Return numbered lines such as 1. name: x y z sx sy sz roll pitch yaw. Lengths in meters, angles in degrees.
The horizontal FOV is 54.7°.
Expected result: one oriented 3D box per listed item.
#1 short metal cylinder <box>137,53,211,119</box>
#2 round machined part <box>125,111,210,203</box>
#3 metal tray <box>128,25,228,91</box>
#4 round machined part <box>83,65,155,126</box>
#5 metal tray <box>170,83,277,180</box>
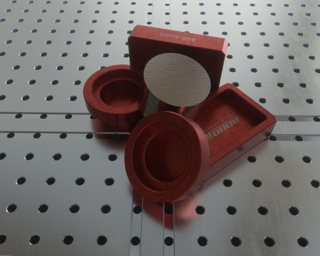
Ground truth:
1. short metal cylinder: 0.016 -0.045 0.381 0.081 0.050 0.080 7 58 -10
2. round machined part: 0.011 0.033 0.347 0.098 0.042 0.097 -6 79 32
3. metal tray: 0.023 -0.091 0.442 0.131 0.089 0.030 12 51 9
4. round machined part: -0.053 -0.041 0.431 0.099 0.042 0.098 0 50 0
5. metal tray: 0.073 0.000 0.404 0.131 0.030 0.090 -30 56 -23
